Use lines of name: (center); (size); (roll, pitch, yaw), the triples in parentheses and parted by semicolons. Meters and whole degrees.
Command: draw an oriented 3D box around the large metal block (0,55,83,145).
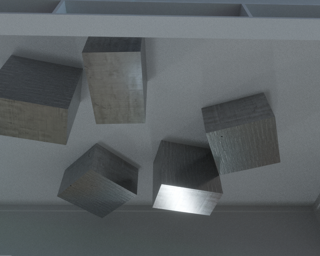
large metal block: (-0.135, -0.032, 0.343); (0.081, 0.080, 0.050); (10, 129, -9)

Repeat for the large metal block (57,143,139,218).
large metal block: (-0.090, 0.080, 0.460); (0.080, 0.050, 0.080); (37, 121, -27)

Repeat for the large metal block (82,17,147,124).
large metal block: (-0.041, -0.060, 0.321); (0.050, 0.080, 0.079); (-1, 130, 0)

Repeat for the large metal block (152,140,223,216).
large metal block: (0.035, 0.069, 0.432); (0.081, 0.080, 0.050); (10, 129, -9)

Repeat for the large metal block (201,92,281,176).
large metal block: (0.105, 0.009, 0.402); (0.080, 0.050, 0.080); (-14, 129, 11)
